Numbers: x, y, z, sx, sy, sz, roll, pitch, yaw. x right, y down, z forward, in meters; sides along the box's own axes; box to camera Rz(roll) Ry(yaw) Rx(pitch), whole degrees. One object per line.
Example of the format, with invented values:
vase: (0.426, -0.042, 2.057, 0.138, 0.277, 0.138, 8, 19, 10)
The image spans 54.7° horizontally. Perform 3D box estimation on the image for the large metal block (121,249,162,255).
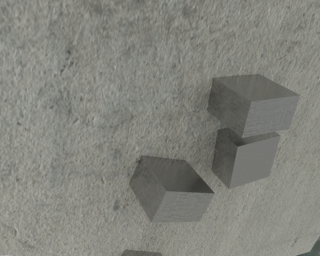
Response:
large metal block: (-0.039, 0.261, 0.533, 0.080, 0.050, 0.080, 23, 106, -37)

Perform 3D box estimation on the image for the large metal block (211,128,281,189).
large metal block: (0.134, 0.041, 0.492, 0.081, 0.050, 0.079, -12, 124, -23)

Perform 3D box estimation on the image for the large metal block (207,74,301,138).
large metal block: (0.123, -0.034, 0.420, 0.081, 0.080, 0.050, -9, 122, -24)

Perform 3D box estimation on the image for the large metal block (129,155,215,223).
large metal block: (0.015, 0.085, 0.433, 0.081, 0.080, 0.050, 11, 113, -33)
